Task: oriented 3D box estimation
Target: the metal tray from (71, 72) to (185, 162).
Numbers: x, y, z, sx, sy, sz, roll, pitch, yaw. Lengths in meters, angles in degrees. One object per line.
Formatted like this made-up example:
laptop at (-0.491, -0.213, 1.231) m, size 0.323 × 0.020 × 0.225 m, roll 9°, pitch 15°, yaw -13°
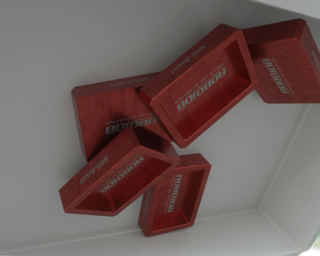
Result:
metal tray at (-0.034, -0.015, 0.379) m, size 0.131 × 0.030 × 0.089 m, roll -14°, pitch 125°, yaw -21°

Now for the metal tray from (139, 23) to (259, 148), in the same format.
metal tray at (0.050, -0.047, 0.366) m, size 0.130 × 0.030 × 0.090 m, roll -40°, pitch 132°, yaw -5°

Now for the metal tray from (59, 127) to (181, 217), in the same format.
metal tray at (-0.049, 0.060, 0.386) m, size 0.130 × 0.030 × 0.090 m, roll -42°, pitch 144°, yaw 17°

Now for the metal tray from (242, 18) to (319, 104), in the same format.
metal tray at (0.159, -0.079, 0.404) m, size 0.130 × 0.090 × 0.030 m, roll 39°, pitch 66°, yaw -40°

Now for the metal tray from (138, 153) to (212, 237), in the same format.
metal tray at (0.021, 0.105, 0.483) m, size 0.091 × 0.030 × 0.129 m, roll -4°, pitch 120°, yaw -27°
